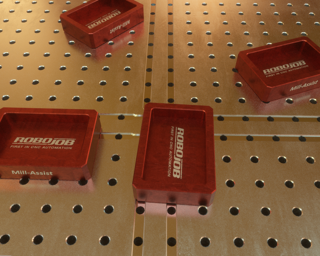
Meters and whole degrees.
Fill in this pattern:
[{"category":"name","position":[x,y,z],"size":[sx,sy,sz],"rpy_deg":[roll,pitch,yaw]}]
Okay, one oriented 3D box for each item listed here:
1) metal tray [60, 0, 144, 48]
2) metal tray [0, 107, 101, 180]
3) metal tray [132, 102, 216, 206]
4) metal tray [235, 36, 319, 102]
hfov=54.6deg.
[{"category":"metal tray","position":[-0.105,-0.205,0.576],"size":[0.090,0.030,0.131],"rpy_deg":[35,58,26]},{"category":"metal tray","position":[-0.147,0.018,0.388],"size":[0.131,0.030,0.090],"rpy_deg":[2,50,1]},{"category":"metal tray","position":[0.020,0.027,0.382],"size":[0.090,0.030,0.130],"rpy_deg":[4,50,3]},{"category":"metal tray","position":[0.197,-0.095,0.485],"size":[0.131,0.030,0.090],"rpy_deg":[-16,52,-13]}]
